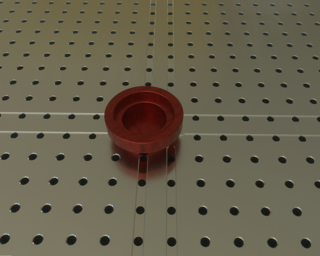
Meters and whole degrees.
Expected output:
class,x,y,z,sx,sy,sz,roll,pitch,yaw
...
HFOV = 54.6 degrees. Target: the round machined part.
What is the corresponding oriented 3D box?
class,x,y,z,sx,sy,sz,roll,pitch,yaw
round machined part,-0.020,-0.006,0.402,0.099,0.042,0.098,0,50,0
